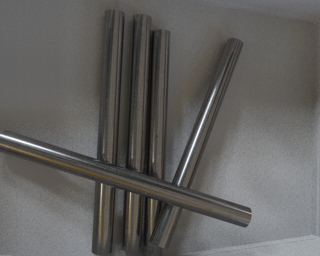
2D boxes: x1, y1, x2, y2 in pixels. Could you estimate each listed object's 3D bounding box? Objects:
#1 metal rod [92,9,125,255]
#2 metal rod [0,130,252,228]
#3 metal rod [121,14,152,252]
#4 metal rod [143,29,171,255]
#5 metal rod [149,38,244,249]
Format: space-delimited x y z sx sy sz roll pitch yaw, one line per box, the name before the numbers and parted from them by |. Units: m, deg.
metal rod | -0.064 0.004 0.387 0.025 0.025 0.298 3 89 -20
metal rod | -0.035 0.062 0.364 0.302 0.025 0.025 19 84 -7
metal rod | -0.030 0.005 0.400 0.025 0.025 0.298 3 89 -20
metal rod | -0.004 0.022 0.409 0.025 0.025 0.298 3 89 -20
metal rod | 0.054 0.010 0.417 0.025 0.025 0.299 27 76 -18
